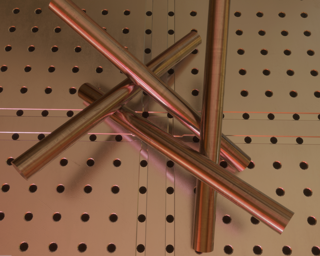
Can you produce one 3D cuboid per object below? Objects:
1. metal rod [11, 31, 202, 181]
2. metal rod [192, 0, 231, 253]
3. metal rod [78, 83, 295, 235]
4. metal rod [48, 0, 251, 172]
[{"bbox_3d":[-0.045,-0.044,0.387,0.025,0.025,0.301,40,60,13],"label":"metal rod"},{"bbox_3d":[0.060,-0.008,0.362,0.025,0.025,0.298,4,90,1],"label":"metal rod"},{"bbox_3d":[0.008,0.019,0.362,0.300,0.025,0.025,32,73,28],"label":"metal rod"},{"bbox_3d":[-0.006,-0.050,0.377,0.300,0.025,0.025,40,74,-8],"label":"metal rod"}]
